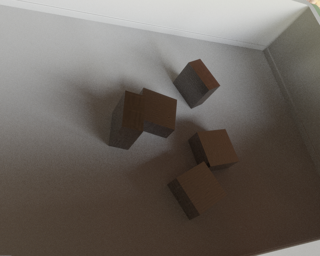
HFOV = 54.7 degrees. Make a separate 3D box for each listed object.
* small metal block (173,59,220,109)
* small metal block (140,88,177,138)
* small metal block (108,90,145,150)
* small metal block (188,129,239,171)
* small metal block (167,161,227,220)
[{"bbox_3d":[0.053,-0.065,0.457,0.025,0.050,0.050,-25,76,-37],"label":"small metal block"},{"bbox_3d":[-0.007,-0.020,0.414,0.050,0.025,0.050,18,55,-18],"label":"small metal block"},{"bbox_3d":[-0.040,-0.008,0.373,0.025,0.050,0.050,15,56,-20],"label":"small metal block"},{"bbox_3d":[0.073,0.031,0.426,0.050,0.025,0.050,-5,64,-31],"label":"small metal block"},{"bbox_3d":[0.046,0.077,0.383,0.050,0.025,0.050,-24,75,-37],"label":"small metal block"}]
